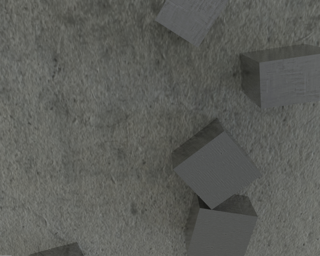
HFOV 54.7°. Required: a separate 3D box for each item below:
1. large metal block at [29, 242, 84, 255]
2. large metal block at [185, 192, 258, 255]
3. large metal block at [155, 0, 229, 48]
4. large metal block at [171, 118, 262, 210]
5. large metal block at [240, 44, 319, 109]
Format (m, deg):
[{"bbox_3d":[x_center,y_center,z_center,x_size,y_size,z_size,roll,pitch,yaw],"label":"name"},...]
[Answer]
[{"bbox_3d":[-0.157,0.235,0.481,0.080,0.050,0.080,-17,110,5],"label":"large metal block"},{"bbox_3d":[0.085,0.141,0.450,0.081,0.050,0.079,10,110,-4],"label":"large metal block"},{"bbox_3d":[0.037,-0.138,0.330,0.050,0.080,0.080,30,107,-11],"label":"large metal block"},{"bbox_3d":[0.073,0.047,0.415,0.080,0.050,0.080,-39,106,13],"label":"large metal block"},{"bbox_3d":[0.144,-0.063,0.359,0.080,0.080,0.050,-8,110,2],"label":"large metal block"}]
